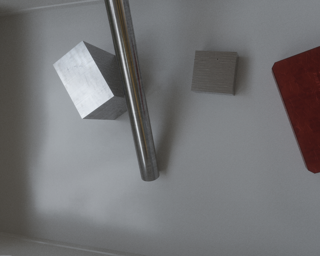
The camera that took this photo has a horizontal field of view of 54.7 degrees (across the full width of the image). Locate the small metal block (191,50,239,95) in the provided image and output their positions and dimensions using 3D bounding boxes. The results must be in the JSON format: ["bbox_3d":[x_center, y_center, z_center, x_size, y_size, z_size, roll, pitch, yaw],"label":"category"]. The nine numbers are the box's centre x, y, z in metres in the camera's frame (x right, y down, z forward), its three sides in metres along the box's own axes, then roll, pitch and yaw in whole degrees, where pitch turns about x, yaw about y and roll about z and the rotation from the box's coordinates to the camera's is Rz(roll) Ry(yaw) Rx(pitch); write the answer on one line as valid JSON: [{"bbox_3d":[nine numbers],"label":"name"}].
[{"bbox_3d":[0.069,-0.068,0.386,0.050,0.025,0.050,7,92,19],"label":"small metal block"}]

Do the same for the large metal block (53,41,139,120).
[{"bbox_3d":[-0.079,-0.058,0.408,0.050,0.080,0.080,-33,80,17],"label":"large metal block"}]

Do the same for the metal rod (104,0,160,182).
[{"bbox_3d":[-0.035,-0.069,0.354,0.025,0.025,0.298,0,116,20],"label":"metal rod"}]

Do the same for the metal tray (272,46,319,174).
[{"bbox_3d":[0.189,-0.024,0.342,0.090,0.030,0.129,-19,84,18],"label":"metal tray"}]
